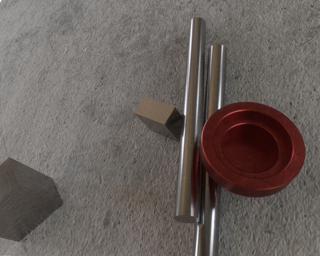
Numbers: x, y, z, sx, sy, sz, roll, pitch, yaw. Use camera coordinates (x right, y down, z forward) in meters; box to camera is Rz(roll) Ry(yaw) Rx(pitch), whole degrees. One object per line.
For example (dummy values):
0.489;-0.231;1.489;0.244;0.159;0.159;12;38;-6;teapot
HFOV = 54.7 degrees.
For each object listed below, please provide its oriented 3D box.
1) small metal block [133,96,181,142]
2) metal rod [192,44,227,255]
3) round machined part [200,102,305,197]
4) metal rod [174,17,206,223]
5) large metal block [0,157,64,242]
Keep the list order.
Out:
0.003;-0.010;0.391;0.050;0.050;0.025;22;74;36;small metal block
0.060;0.025;0.356;0.025;0.025;0.299;-5;59;25;metal rod
0.090;0.024;0.316;0.099;0.042;0.098;-1;57;1;round machined part
0.042;-0.034;0.385;0.025;0.025;0.300;-9;53;23;metal rod
-0.192;0.096;0.408;0.080;0.080;0.050;-41;51;0;large metal block
